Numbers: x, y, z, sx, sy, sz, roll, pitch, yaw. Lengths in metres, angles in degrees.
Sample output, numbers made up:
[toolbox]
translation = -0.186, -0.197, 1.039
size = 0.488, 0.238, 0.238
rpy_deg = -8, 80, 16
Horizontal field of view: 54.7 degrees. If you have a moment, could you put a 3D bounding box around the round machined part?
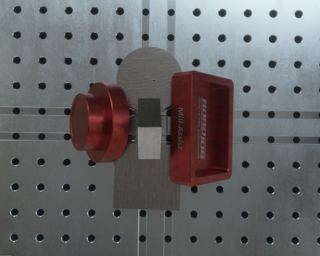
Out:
[round machined part]
translation = -0.078, -0.007, 0.372
size = 0.042, 0.098, 0.097
rpy_deg = 1, 90, -33

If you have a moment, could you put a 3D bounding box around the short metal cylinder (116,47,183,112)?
[short metal cylinder]
translation = -0.012, -0.059, 0.400
size = 0.081, 0.050, 0.080
rpy_deg = 0, 90, 0

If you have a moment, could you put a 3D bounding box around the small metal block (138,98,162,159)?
[small metal block]
translation = -0.013, 0.001, 0.358
size = 0.025, 0.050, 0.050
rpy_deg = 0, 132, -3

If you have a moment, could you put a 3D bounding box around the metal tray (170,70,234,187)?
[metal tray]
translation = 0.054, 0.001, 0.382
size = 0.030, 0.091, 0.129
rpy_deg = 1, 90, 43

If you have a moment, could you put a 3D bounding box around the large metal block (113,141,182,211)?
[large metal block]
translation = -0.015, 0.059, 0.400
size = 0.081, 0.050, 0.080
rpy_deg = 2, 90, 0
